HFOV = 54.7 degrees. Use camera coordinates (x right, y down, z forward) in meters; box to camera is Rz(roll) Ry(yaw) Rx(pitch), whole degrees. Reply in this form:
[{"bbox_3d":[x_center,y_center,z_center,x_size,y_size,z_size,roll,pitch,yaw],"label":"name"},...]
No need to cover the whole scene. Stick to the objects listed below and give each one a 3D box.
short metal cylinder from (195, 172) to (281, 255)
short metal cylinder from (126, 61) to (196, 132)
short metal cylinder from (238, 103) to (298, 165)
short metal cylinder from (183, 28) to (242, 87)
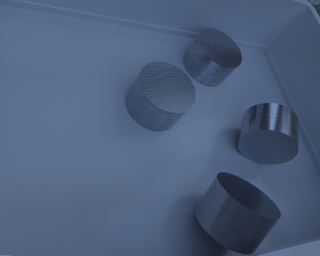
[{"bbox_3d":[0.088,0.095,0.355,0.080,0.050,0.080,26,16,-8],"label":"short metal cylinder"},{"bbox_3d":[0.001,-0.042,0.415,0.081,0.050,0.080,14,56,-21],"label":"short metal cylinder"},{"bbox_3d":[0.157,0.010,0.449,0.080,0.080,0.050,28,52,-11],"label":"short metal cylinder"},{"bbox_3d":[0.085,-0.114,0.505,0.081,0.050,0.080,14,56,-21],"label":"short metal cylinder"}]
